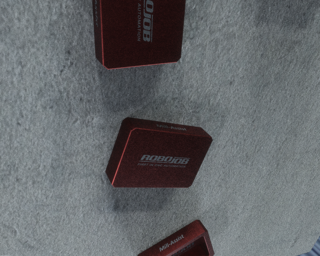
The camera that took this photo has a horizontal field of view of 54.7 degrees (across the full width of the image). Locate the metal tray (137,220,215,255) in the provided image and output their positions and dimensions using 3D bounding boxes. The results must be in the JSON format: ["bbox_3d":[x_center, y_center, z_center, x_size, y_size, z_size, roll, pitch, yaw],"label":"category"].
[{"bbox_3d":[0.032,0.234,0.567,0.131,0.030,0.090,-27,128,-12],"label":"metal tray"}]

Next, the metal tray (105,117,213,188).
[{"bbox_3d":[0.000,0.038,0.429,0.131,0.030,0.089,7,115,-32],"label":"metal tray"}]

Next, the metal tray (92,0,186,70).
[{"bbox_3d":[-0.020,-0.130,0.313,0.091,0.030,0.129,-11,123,-23],"label":"metal tray"}]
